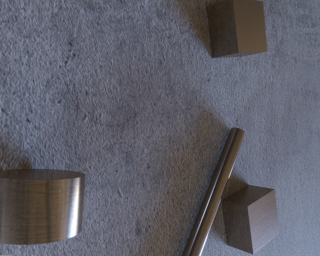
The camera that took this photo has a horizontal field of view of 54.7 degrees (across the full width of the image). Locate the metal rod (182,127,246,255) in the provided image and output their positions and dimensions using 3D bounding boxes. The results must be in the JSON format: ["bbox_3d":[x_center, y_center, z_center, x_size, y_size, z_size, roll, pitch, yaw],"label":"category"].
[{"bbox_3d":[0.069,0.133,0.465,0.025,0.025,0.300,40,66,-33],"label":"metal rod"}]

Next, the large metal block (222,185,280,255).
[{"bbox_3d":[0.153,0.150,0.521,0.081,0.050,0.079,-15,100,-39],"label":"large metal block"}]

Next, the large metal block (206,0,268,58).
[{"bbox_3d":[0.124,-0.157,0.495,0.081,0.050,0.079,-14,99,-39],"label":"large metal block"}]

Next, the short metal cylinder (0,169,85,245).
[{"bbox_3d":[-0.110,0.066,0.278,0.081,0.080,0.050,5,87,-40],"label":"short metal cylinder"}]
